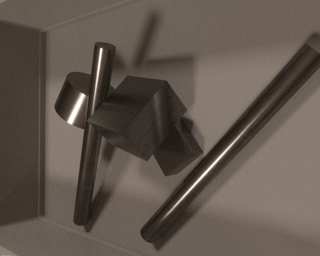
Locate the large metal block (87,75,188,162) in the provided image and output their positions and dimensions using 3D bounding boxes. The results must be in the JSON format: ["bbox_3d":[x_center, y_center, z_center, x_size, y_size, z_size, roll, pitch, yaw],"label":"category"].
[{"bbox_3d":[-0.028,-0.015,0.378,0.080,0.050,0.080,18,64,49],"label":"large metal block"}]

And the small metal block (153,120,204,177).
[{"bbox_3d":[0.018,0.025,0.390,0.050,0.025,0.050,-44,64,30],"label":"small metal block"}]

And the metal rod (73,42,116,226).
[{"bbox_3d":[-0.098,0.028,0.439,0.025,0.025,0.298,37,126,33],"label":"metal rod"}]

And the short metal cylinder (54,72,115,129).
[{"bbox_3d":[-0.107,-0.040,0.457,0.080,0.081,0.050,45,117,30],"label":"short metal cylinder"}]

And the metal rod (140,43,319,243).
[{"bbox_3d":[0.064,0.036,0.352,0.025,0.025,0.298,51,120,27],"label":"metal rod"}]
